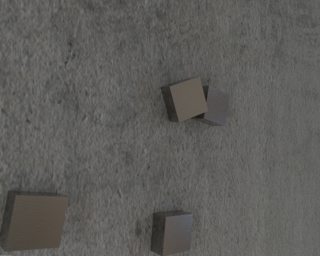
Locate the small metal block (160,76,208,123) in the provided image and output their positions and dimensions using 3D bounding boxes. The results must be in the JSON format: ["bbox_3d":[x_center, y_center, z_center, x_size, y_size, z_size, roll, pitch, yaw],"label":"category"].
[{"bbox_3d":[0.034,-0.040,0.429,0.050,0.025,0.050,-22,104,-26],"label":"small metal block"}]

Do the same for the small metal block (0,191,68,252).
[{"bbox_3d":[-0.123,0.090,0.303,0.050,0.025,0.050,13,82,-40],"label":"small metal block"}]

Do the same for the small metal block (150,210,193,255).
[{"bbox_3d":[0.016,0.141,0.421,0.050,0.025,0.050,8,85,-40],"label":"small metal block"}]

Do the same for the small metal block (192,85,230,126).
[{"bbox_3d":[0.078,-0.033,0.473,0.050,0.025,0.050,17,79,-39],"label":"small metal block"}]
